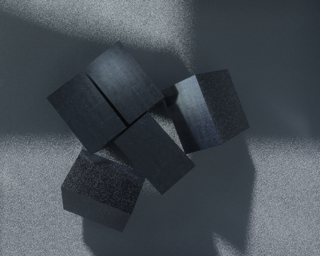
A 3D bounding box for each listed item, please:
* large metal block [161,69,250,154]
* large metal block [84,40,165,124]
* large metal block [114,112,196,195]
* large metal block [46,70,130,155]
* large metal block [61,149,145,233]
[{"bbox_3d":[0.058,-0.022,0.377,0.050,0.081,0.080,-21,90,40],"label":"large metal block"},{"bbox_3d":[-0.040,-0.051,0.382,0.050,0.080,0.080,-39,91,0],"label":"large metal block"},{"bbox_3d":[-0.006,0.028,0.382,0.050,0.080,0.080,-42,91,0],"label":"large metal block"},{"bbox_3d":[-0.081,-0.017,0.382,0.050,0.080,0.080,-38,90,0],"label":"large metal block"},{"bbox_3d":[-0.069,0.079,0.375,0.080,0.080,0.050,22,55,-1],"label":"large metal block"}]
